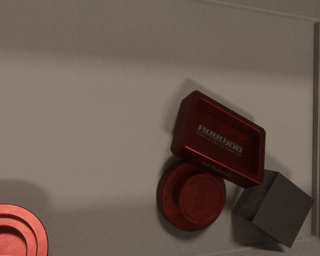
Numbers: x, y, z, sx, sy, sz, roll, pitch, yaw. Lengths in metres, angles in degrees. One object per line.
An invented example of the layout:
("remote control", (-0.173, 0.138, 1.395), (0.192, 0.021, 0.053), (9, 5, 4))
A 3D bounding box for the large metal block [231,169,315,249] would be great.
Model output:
("large metal block", (0.168, 0.117, 0.461), (0.080, 0.050, 0.080), (36, 78, -17))

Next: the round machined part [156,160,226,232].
("round machined part", (0.048, 0.092, 0.421), (0.099, 0.042, 0.097), (0, 90, -20))

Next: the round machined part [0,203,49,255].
("round machined part", (-0.170, 0.133, 0.326), (0.099, 0.042, 0.098), (9, 60, -16))

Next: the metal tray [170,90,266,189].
("metal tray", (0.084, 0.017, 0.421), (0.131, 0.030, 0.090), (27, 56, -18))
